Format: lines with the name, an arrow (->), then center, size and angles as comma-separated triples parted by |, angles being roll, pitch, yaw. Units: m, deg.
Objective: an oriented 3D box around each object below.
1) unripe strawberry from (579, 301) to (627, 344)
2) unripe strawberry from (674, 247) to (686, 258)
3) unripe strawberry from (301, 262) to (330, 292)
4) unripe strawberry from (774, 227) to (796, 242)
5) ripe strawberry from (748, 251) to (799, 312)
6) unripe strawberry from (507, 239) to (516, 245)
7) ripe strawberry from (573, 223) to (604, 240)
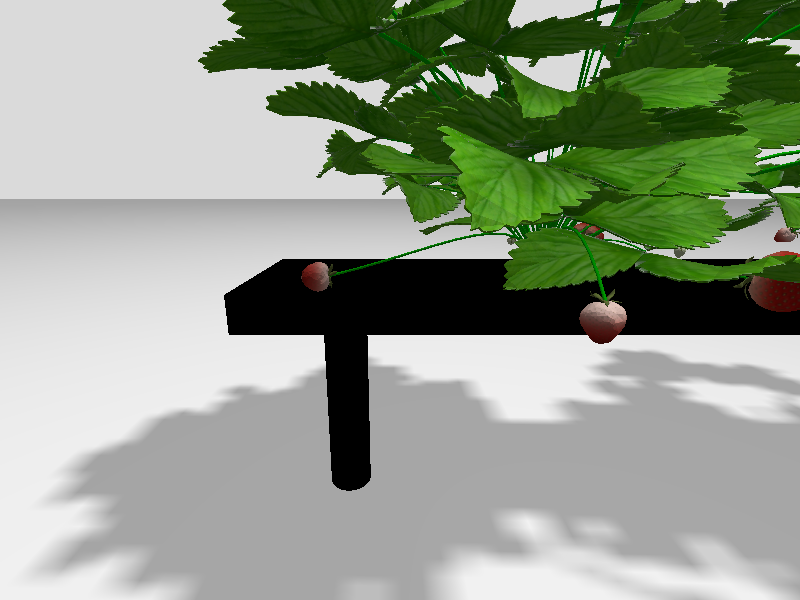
unripe strawberry -> 0.098, 0.011, 0.194 | 0.021, 0.021, 0.018 | 3, 12, 9
unripe strawberry -> 0.289, -0.050, 0.414 | 0.011, 0.012, 0.011 | -6, 17, -20
unripe strawberry -> -0.060, -0.016, 0.283 | 0.020, 0.021, 0.018 | -7, 17, -21
unripe strawberry -> 0.506, -0.084, 0.527 | 0.023, 0.020, 0.021 | -6, -19, -20
ripe strawberry -> 0.235, -0.010, 0.241 | 0.035, 0.037, 0.037 | -14, 22, -42
unripe strawberry -> 0.144, -0.076, 0.517 | 0.011, 0.010, 0.011 | 2, -31, 6
ripe strawberry -> 0.211, -0.070, 0.450 | 0.037, 0.033, 0.034 | 13, 20, 38
